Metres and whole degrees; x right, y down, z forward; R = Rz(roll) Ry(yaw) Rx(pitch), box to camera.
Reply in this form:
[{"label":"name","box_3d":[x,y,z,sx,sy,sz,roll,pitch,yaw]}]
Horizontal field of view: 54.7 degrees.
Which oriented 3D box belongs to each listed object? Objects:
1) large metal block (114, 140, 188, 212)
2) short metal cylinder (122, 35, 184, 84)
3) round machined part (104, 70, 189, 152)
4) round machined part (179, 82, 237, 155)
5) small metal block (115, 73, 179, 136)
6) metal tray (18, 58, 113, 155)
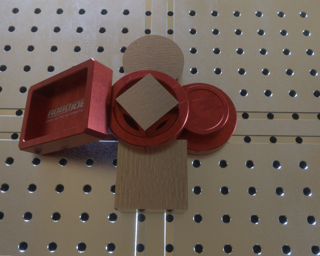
[{"label":"large metal block","box_3d":[-0.009,0.059,0.374,0.080,0.050,0.080,1,70,0]},{"label":"short metal cylinder","box_3d":[-0.009,-0.079,0.427,0.081,0.050,0.080,0,70,0]},{"label":"round machined part","box_3d":[-0.016,-0.018,0.378,0.099,0.042,0.098,0,70,0]},{"label":"round machined part","box_3d":[0.052,-0.017,0.408,0.099,0.042,0.098,0,70,0]},{"label":"small metal block","box_3d":[-0.014,-0.026,0.355,0.050,0.025,0.050,-40,75,-13]},{"label":"metal tray","box_3d":[-0.117,-0.022,0.378,0.130,0.030,0.090,-13,66,34]}]
